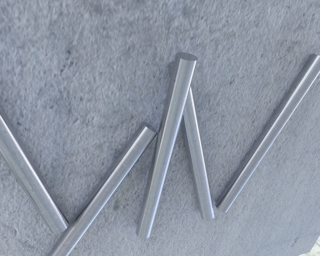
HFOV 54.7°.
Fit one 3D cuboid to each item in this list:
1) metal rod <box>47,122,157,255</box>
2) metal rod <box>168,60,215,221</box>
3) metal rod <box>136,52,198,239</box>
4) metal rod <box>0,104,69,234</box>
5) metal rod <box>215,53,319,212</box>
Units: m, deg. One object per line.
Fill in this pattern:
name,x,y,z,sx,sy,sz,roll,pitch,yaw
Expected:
metal rod,-0.099,0.118,0.426,0.025,0.025,0.299,28,103,-38
metal rod,0.053,0.039,0.462,0.025,0.025,0.298,-25,128,-13
metal rod,0.001,0.044,0.419,0.025,0.025,0.298,-5,126,-26
metal rod,-0.162,0.014,0.327,0.025,0.025,0.298,-24,128,-14
metal rod,0.178,0.017,0.517,0.025,0.025,0.298,17,110,-35
